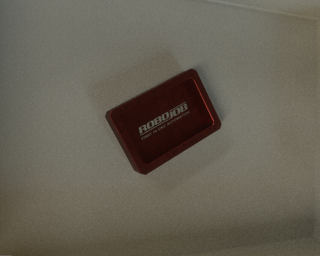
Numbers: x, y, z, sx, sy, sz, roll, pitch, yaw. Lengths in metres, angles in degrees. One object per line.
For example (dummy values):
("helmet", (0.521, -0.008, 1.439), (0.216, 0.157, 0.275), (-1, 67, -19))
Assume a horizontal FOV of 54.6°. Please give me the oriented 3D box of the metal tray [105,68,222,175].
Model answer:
("metal tray", (0.007, -0.010, 0.407), (0.131, 0.030, 0.090), (-30, 100, -18))
